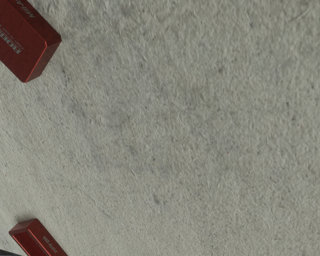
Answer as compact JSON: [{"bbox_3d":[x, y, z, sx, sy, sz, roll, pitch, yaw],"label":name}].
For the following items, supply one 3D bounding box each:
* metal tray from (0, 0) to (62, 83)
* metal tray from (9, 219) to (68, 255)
[{"bbox_3d":[-0.207,-0.138,0.425,0.130,0.030,0.090,47,129,-5],"label":"metal tray"},{"bbox_3d":[-0.279,0.273,0.715,0.090,0.030,0.130,-22,107,36],"label":"metal tray"}]
